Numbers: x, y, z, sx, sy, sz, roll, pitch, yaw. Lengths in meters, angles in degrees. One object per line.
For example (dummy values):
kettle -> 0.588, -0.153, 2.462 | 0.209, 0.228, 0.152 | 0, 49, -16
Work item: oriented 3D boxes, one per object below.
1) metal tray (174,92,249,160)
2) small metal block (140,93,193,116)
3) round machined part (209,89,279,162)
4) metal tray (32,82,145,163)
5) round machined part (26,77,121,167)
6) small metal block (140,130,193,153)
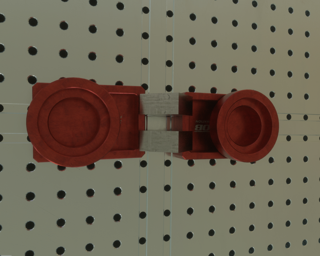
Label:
metal tray -> 0.086, -0.002, 0.442 | 0.131, 0.030, 0.089 | 1, 90, -20
small metal block -> 0.009, -0.028, 0.387 | 0.050, 0.050, 0.025 | 1, 90, 24
round machined part -> 0.112, -0.003, 0.431 | 0.099, 0.042, 0.097 | 0, 90, -20
metal tray -> -0.085, -0.007, 0.380 | 0.131, 0.030, 0.089 | -1, 92, -20
round machined part -> -0.098, -0.006, 0.354 | 0.099, 0.042, 0.097 | 0, 90, -20
small metal block -> 0.009, 0.016, 0.387 | 0.050, 0.050, 0.025 | 1, 90, 24
